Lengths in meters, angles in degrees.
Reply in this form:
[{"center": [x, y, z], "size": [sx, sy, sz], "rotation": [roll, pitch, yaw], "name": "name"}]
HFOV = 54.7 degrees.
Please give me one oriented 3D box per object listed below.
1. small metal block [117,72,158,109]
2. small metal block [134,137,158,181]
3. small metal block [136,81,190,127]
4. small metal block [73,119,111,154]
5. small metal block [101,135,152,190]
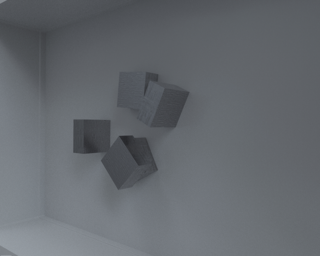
[{"center": [-0.032, -0.052, 0.431], "size": [0.050, 0.025, 0.050], "rotation": [8, 95, 39], "name": "small metal block"}, {"center": [-0.036, 0.047, 0.435], "size": [0.050, 0.025, 0.050], "rotation": [-33, 70, 34], "name": "small metal block"}, {"center": [0.004, -0.029, 0.385], "size": [0.025, 0.050, 0.050], "rotation": [33, 110, 35], "name": "small metal block"}, {"center": [-0.104, 0.012, 0.473], "size": [0.025, 0.050, 0.050], "rotation": [1, 91, 40], "name": "small metal block"}, {"center": [-0.045, 0.045, 0.410], "size": [0.050, 0.025, 0.050], "rotation": [-51, 60, 27], "name": "small metal block"}]
